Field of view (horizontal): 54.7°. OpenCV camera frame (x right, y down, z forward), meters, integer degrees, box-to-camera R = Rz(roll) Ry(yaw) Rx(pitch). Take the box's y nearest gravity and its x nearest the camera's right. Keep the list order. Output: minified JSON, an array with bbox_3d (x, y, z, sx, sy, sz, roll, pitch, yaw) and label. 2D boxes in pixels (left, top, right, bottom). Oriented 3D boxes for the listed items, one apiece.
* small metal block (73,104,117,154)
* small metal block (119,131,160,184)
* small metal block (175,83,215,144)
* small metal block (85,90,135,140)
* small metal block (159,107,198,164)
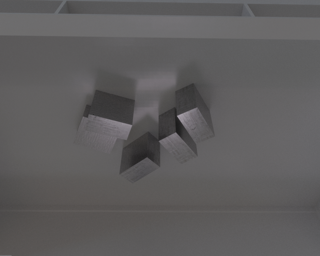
[{"bbox_3d":[-0.082,0.003,0.410,0.050,0.025,0.050,18,128,-15],"label":"small metal block"},{"bbox_3d":[-0.027,0.040,0.427,0.050,0.050,0.025,-34,123,25],"label":"small metal block"},{"bbox_3d":[0.042,-0.018,0.378,0.025,0.050,0.050,-23,127,18],"label":"small metal block"},{"bbox_3d":[-0.060,-0.016,0.378,0.050,0.050,0.025,14,129,-12],"label":"small metal block"},{"bbox_3d":[0.023,0.010,0.401,0.025,0.050,0.050,-28,125,22],"label":"small metal block"}]
